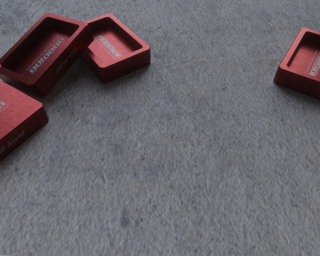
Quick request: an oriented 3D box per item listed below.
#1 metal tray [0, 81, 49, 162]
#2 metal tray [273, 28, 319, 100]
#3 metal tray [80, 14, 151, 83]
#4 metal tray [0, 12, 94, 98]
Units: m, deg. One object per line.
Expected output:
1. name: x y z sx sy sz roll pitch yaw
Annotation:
1. metal tray: -0.223 0.001 0.396 0.090 0.030 0.131 27 55 20
2. metal tray: 0.247 -0.104 0.490 0.090 0.030 0.130 26 54 19
3. metal tray: -0.087 -0.136 0.513 0.091 0.030 0.130 -29 56 -22
4. metal tray: -0.174 -0.114 0.469 0.090 0.030 0.130 22 66 24
